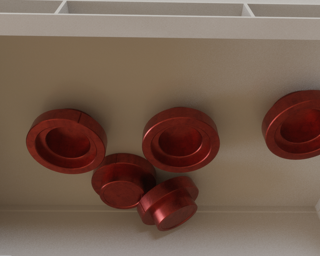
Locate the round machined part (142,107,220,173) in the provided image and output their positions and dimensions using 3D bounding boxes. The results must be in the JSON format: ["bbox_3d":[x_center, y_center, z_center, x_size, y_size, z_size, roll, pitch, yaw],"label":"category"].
[{"bbox_3d":[0.027,0.011,0.407,0.099,0.042,0.097,0,130,0],"label":"round machined part"}]

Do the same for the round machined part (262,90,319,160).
[{"bbox_3d":[0.179,-0.008,0.392,0.099,0.042,0.097,0,130,0],"label":"round machined part"}]

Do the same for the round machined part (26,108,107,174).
[{"bbox_3d":[-0.119,0.013,0.408,0.099,0.042,0.097,0,130,0],"label":"round machined part"}]

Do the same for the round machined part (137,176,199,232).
[{"bbox_3d":[0.018,0.121,0.474,0.099,0.042,0.097,-22,144,-17],"label":"round machined part"}]

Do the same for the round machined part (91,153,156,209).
[{"bbox_3d":[-0.055,0.087,0.471,0.099,0.042,0.097,0,130,0],"label":"round machined part"}]
